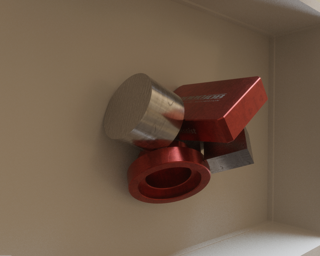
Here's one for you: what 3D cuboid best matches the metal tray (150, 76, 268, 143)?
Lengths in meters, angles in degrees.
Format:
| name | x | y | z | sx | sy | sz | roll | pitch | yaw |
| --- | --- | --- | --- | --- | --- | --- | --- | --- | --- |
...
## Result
| name | x | y | z | sx | sy | sz | roll | pitch | yaw |
| --- | --- | --- | --- | --- | --- | --- | --- | --- | --- |
| metal tray | 0.052 | -0.023 | 0.381 | 0.090 | 0.130 | 0.030 | -43 | 117 | -32 |

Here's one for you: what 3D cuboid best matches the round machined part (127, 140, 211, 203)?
| name | x | y | z | sx | sy | sz | roll | pitch | yaw |
| --- | --- | --- | --- | --- | --- | --- | --- | --- | --- |
| round machined part | 0.009 | 0.051 | 0.379 | 0.098 | 0.098 | 0.042 | 26 | 38 | -38 |

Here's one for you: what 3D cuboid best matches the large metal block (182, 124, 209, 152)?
| name | x | y | z | sx | sy | sz | roll | pitch | yaw |
| --- | --- | --- | --- | --- | --- | --- | --- | --- | --- |
| large metal block | 0.065 | 0.012 | 0.435 | 0.081 | 0.050 | 0.079 | -18 | 107 | -39 |

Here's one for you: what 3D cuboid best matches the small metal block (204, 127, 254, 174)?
| name | x | y | z | sx | sy | sz | roll | pitch | yaw |
| --- | --- | --- | --- | --- | --- | --- | --- | --- | --- |
| small metal block | 0.080 | 0.022 | 0.369 | 0.025 | 0.050 | 0.050 | 58 | 25 | -33 |

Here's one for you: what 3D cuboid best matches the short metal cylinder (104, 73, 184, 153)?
| name | x | y | z | sx | sy | sz | roll | pitch | yaw |
| --- | --- | --- | --- | --- | --- | --- | --- | --- | --- |
| short metal cylinder | -0.019 | -0.015 | 0.354 | 0.050 | 0.080 | 0.080 | 29 | 72 | -37 |
